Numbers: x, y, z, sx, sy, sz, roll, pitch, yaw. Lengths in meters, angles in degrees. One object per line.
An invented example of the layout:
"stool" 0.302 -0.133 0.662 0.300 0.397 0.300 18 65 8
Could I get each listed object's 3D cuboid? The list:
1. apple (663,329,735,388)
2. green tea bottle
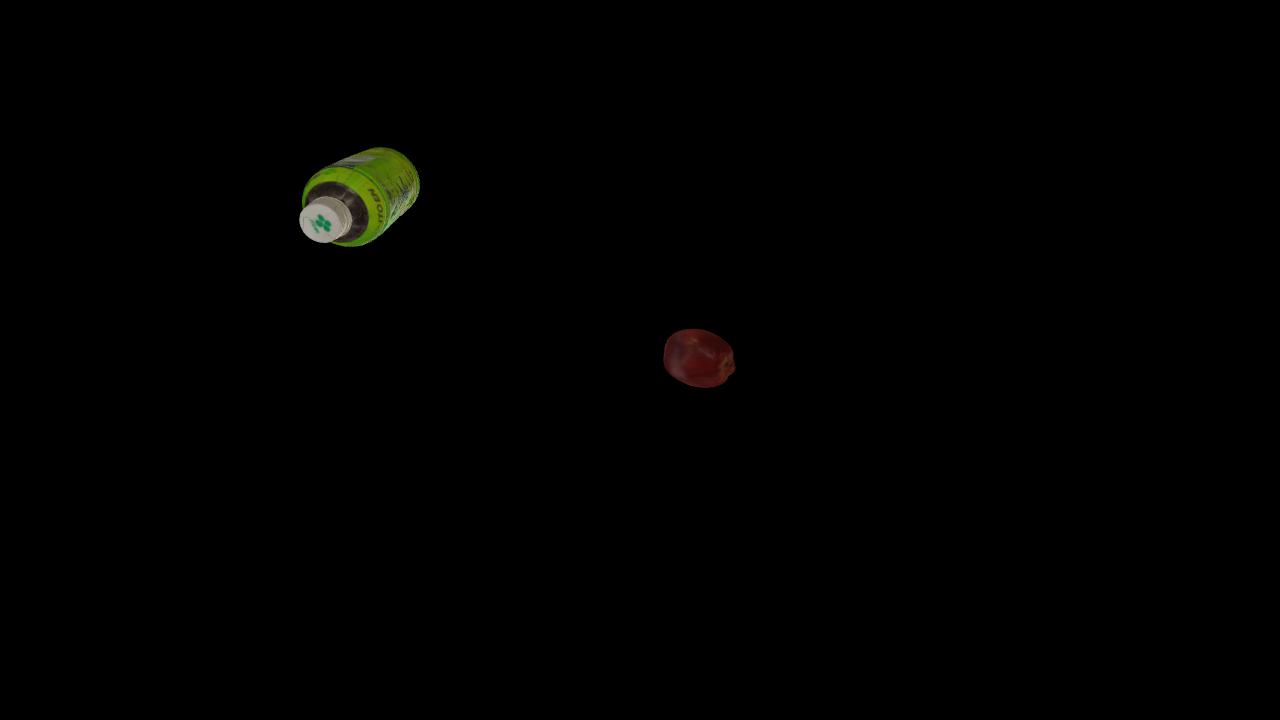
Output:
"apple" 0.074 -0.003 0.786 0.093 0.079 0.079 22 15 41
"green tea bottle" -0.256 -0.147 0.559 0.073 0.073 0.212 0 24 -6
